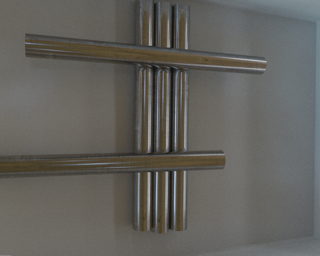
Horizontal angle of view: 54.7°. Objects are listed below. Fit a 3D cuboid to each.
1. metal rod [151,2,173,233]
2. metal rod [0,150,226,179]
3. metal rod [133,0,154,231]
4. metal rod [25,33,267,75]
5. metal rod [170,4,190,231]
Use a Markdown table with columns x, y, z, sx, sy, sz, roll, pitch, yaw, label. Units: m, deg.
| x | y | z | sx | sy | sz | roll | pitch | yaw | label |
| --- | --- | --- | --- | --- | --- | --- | --- | --- | --- |
| 0.002 | -0.014 | 0.410 | 0.025 | 0.025 | 0.298 | 1 | 90 | -20 | metal rod |
| -0.068 | 0.042 | 0.365 | 0.302 | 0.025 | 0.025 | 0 | 90 | -13 | metal rod |
| -0.021 | -0.019 | 0.402 | 0.025 | 0.025 | 0.298 | 1 | 90 | -20 | metal rod |
| -0.001 | -0.088 | 0.382 | 0.302 | 0.025 | 0.025 | 0 | 90 | -20 | metal rod |
| 0.026 | -0.014 | 0.418 | 0.025 | 0.025 | 0.298 | 1 | 90 | -20 | metal rod |
